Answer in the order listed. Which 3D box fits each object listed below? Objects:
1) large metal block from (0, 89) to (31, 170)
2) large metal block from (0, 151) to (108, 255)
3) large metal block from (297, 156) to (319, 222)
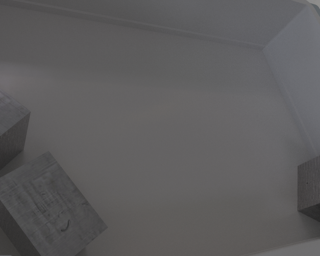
[{"bbox_3d":[-0.167,0.014,0.272,0.050,0.080,0.080,39,51,-2],"label":"large metal block"},{"bbox_3d":[-0.100,0.079,0.268,0.050,0.080,0.080,-34,81,-38],"label":"large metal block"},{"bbox_3d":[0.252,0.085,0.454,0.050,0.080,0.080,28,52,-11],"label":"large metal block"}]
